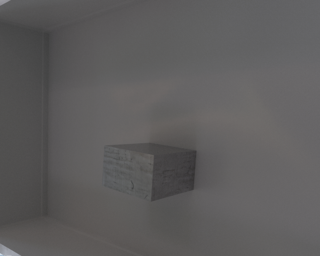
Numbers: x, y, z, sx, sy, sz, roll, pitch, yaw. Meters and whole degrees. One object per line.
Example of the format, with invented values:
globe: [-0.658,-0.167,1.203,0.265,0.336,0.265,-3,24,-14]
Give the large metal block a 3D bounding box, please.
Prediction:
large metal block: [-0.013,0.049,0.382,0.080,0.081,0.050,7,95,40]
